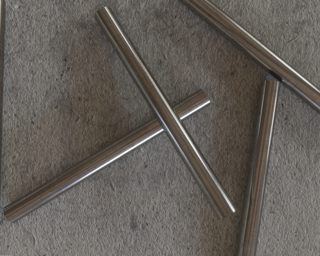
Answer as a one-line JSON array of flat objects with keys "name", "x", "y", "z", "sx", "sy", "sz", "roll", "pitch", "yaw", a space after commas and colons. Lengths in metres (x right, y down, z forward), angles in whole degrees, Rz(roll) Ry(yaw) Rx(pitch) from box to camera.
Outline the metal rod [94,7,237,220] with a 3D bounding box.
[{"name": "metal rod", "x": 0.002, "y": -0.026, "z": 0.386, "sx": 0.025, "sy": 0.025, "sz": 0.299, "roll": -32, "pitch": 81, "yaw": 0}]

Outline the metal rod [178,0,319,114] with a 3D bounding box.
[{"name": "metal rod", "x": 0.146, "y": -0.088, "z": 0.410, "sx": 0.300, "sy": 0.025, "sz": 0.025, "roll": 39, "pitch": 90, "yaw": 0}]

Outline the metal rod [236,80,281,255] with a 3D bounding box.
[{"name": "metal rod", "x": 0.125, "y": 0.087, "z": 0.410, "sx": 0.025, "sy": 0.025, "sz": 0.298, "roll": 8, "pitch": 90, "yaw": 0}]

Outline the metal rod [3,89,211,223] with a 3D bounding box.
[{"name": "metal rod", "x": -0.069, "y": 0.036, "z": 0.409, "sx": 0.301, "sy": 0.025, "sz": 0.025, "roll": -31, "pitch": 90, "yaw": 0}]

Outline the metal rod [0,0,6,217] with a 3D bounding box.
[{"name": "metal rod", "x": -0.221, "y": -0.019, "z": 0.408, "sx": 0.025, "sy": 0.025, "sz": 0.298, "roll": 2, "pitch": 90, "yaw": 0}]
